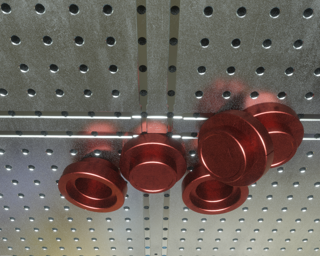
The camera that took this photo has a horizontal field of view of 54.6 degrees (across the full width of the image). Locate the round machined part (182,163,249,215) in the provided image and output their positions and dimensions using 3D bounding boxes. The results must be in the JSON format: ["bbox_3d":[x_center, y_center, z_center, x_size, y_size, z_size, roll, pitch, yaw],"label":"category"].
[{"bbox_3d":[0.082,0.087,0.475,0.099,0.042,0.097,0,130,0],"label":"round machined part"}]

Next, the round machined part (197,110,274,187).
[{"bbox_3d":[0.087,0.029,0.389,0.042,0.098,0.097,-22,147,-43],"label":"round machined part"}]

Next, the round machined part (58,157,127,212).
[{"bbox_3d":[-0.096,0.081,0.461,0.098,0.042,0.097,6,134,7],"label":"round machined part"}]

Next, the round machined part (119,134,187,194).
[{"bbox_3d":[-0.010,0.058,0.449,0.099,0.042,0.097,0,130,0],"label":"round machined part"}]

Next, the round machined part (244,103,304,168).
[{"bbox_3d":[0.143,0.017,0.416,0.099,0.042,0.097,0,130,0],"label":"round machined part"}]
